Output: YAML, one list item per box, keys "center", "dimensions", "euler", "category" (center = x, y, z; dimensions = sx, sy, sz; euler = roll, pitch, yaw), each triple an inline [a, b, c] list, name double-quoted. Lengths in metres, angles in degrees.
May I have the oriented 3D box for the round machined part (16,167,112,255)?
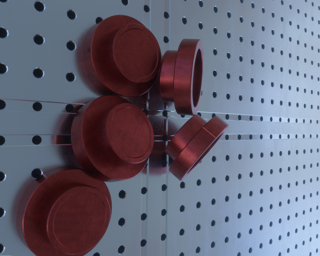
- center: [-0.092, 0.091, 0.323]
  dimensions: [0.099, 0.042, 0.097]
  euler: [0, 91, -41]
  category: "round machined part"

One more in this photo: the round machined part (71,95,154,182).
- center: [-0.045, 0.009, 0.346]
  dimensions: [0.099, 0.042, 0.098]
  euler: [19, 63, -43]
  category: "round machined part"

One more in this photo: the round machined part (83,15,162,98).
- center: [-0.037, -0.085, 0.368]
  dimensions: [0.099, 0.042, 0.097]
  euler: [0, 90, -40]
  category: "round machined part"

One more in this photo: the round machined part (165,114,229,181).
- center: [0.044, 0.020, 0.414]
  dimensions: [0.042, 0.097, 0.099]
  euler: [41, 57, 12]
  category: "round machined part"

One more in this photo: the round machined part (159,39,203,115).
- center: [0.028, -0.066, 0.404]
  dimensions: [0.098, 0.042, 0.097]
  euler: [5, 91, -75]
  category: "round machined part"
